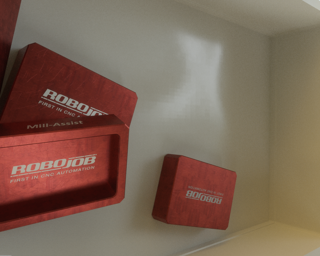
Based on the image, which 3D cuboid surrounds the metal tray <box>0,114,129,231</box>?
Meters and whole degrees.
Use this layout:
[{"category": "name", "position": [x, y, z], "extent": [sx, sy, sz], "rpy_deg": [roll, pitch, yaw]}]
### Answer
[{"category": "metal tray", "position": [-0.097, 0.038, 0.289], "extent": [0.131, 0.030, 0.089], "rpy_deg": [-7, 115, -30]}]

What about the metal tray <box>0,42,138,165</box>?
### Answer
[{"category": "metal tray", "position": [-0.092, -0.018, 0.326], "extent": [0.131, 0.030, 0.090], "rpy_deg": [24, 75, -38]}]

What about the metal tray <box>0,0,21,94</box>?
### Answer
[{"category": "metal tray", "position": [-0.150, -0.077, 0.238], "extent": [0.030, 0.090, 0.129], "rpy_deg": [9, 83, -1]}]

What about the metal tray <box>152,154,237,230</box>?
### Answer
[{"category": "metal tray", "position": [0.055, 0.095, 0.449], "extent": [0.131, 0.030, 0.090], "rpy_deg": [20, 77, -38]}]
